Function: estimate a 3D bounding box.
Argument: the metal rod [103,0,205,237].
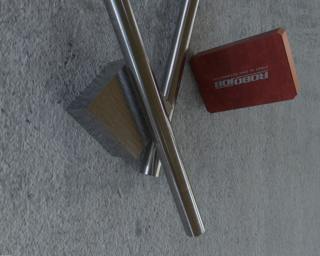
[{"bbox_3d":[-0.003,-0.011,0.338,0.025,0.025,0.298,-31,110,-36],"label":"metal rod"}]

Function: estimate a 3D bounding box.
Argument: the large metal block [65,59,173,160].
[{"bbox_3d":[-0.044,-0.022,0.354,0.080,0.050,0.080,50,60,-29],"label":"large metal block"}]

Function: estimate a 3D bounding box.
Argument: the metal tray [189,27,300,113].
[{"bbox_3d":[0.116,-0.075,0.434,0.030,0.130,0.090,-46,120,-49],"label":"metal tray"}]

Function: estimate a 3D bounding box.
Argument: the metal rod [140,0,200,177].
[{"bbox_3d":[0.020,-0.082,0.423,0.025,0.025,0.299,22,76,-38],"label":"metal rod"}]
